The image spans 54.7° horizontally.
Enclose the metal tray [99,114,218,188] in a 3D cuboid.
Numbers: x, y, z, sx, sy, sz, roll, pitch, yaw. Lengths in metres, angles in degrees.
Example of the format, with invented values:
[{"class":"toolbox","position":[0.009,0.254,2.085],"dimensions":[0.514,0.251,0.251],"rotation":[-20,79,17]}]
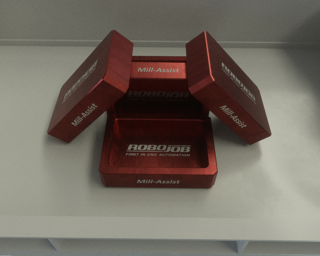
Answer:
[{"class":"metal tray","position":[-0.002,0.026,0.376],"dimensions":[0.131,0.030,0.090],"rotation":[1,50,-1]}]

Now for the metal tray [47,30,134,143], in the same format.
[{"class":"metal tray","position":[-0.087,-0.049,0.384],"dimensions":[0.030,0.130,0.090],"rotation":[31,41,-30]}]

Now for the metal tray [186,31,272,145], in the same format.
[{"class":"metal tray","position":[0.085,-0.047,0.383],"dimensions":[0.030,0.130,0.090],"rotation":[-30,41,32]}]

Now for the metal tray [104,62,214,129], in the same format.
[{"class":"metal tray","position":[-0.002,-0.039,0.393],"dimensions":[0.131,0.089,0.030],"rotation":[1,50,0]}]

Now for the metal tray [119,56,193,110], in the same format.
[{"class":"metal tray","position":[0.002,-0.066,0.455],"dimensions":[0.131,0.030,0.090],"rotation":[0,50,-1]}]
